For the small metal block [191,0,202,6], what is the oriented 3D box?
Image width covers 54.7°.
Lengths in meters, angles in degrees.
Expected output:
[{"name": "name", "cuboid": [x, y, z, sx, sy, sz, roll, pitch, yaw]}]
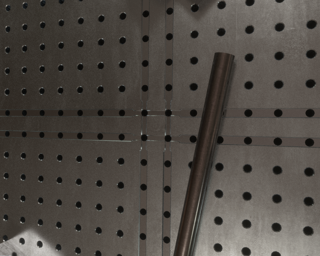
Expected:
[{"name": "small metal block", "cuboid": [0.046, -0.196, 0.396, 0.050, 0.025, 0.050, -44, 77, 14]}]

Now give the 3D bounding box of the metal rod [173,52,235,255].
[{"name": "metal rod", "cuboid": [0.052, 0.055, 0.393, 0.025, 0.025, 0.298, 12, 94, 19]}]

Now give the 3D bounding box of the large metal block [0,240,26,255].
[{"name": "large metal block", "cuboid": [-0.246, 0.240, 0.484, 0.080, 0.050, 0.080, 33, 101, 16]}]
